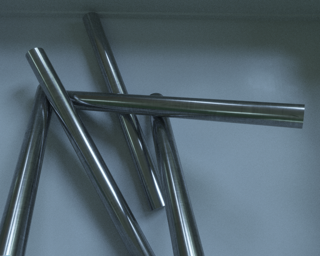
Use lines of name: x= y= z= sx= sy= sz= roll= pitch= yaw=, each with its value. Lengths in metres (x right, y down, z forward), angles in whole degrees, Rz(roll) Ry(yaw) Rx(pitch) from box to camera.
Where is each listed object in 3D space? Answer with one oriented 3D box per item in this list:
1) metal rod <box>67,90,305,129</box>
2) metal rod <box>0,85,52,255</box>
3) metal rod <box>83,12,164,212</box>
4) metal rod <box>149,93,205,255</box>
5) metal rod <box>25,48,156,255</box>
metal rod: x=0.006 y=-0.025 z=0.369 sx=0.301 sy=0.025 sz=0.025 roll=6 pitch=69 yaw=22
metal rod: x=-0.137 y=0.046 z=0.320 sx=0.025 sy=0.025 sz=0.300 roll=-8 pitch=43 yaw=-3
metal rod: x=-0.052 y=-0.035 z=0.421 sx=0.025 sy=0.025 sz=0.299 roll=-19 pitch=71 yaw=-7
metal rod: x=0.014 y=0.059 z=0.313 sx=0.025 sy=0.025 sz=0.300 roll=-8 pitch=41 yaw=-3
metal rod: x=-0.089 y=0.029 z=0.380 sx=0.025 sy=0.025 sz=0.299 roll=-29 pitch=79 yaw=-10
